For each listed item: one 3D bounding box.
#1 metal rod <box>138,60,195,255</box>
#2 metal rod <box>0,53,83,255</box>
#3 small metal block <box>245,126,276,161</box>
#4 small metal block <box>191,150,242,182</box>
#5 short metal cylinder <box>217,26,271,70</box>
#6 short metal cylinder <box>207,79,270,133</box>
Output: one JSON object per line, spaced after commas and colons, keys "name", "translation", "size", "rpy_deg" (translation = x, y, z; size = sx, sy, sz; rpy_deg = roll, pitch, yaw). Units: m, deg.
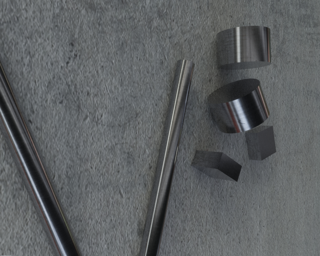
{"name": "metal rod", "translation": [0.007, 0.054, 0.410], "size": [0.025, 0.025, 0.299], "rpy_deg": [19, 78, -39]}
{"name": "metal rod", "translation": [-0.134, 0.004, 0.291], "size": [0.025, 0.025, 0.298], "rpy_deg": [-27, 107, -37]}
{"name": "small metal block", "translation": [0.182, 0.026, 0.557], "size": [0.050, 0.025, 0.050], "rpy_deg": [-19, 102, -38]}
{"name": "small metal block", "translation": [0.084, 0.056, 0.459], "size": [0.050, 0.050, 0.025], "rpy_deg": [34, 69, -35]}
{"name": "short metal cylinder", "translation": [0.128, -0.121, 0.476], "size": [0.081, 0.080, 0.050], "rpy_deg": [-4, 93, -40]}
{"name": "short metal cylinder", "translation": [0.118, -0.034, 0.468], "size": [0.080, 0.080, 0.050], "rpy_deg": [-39, 114, -33]}
